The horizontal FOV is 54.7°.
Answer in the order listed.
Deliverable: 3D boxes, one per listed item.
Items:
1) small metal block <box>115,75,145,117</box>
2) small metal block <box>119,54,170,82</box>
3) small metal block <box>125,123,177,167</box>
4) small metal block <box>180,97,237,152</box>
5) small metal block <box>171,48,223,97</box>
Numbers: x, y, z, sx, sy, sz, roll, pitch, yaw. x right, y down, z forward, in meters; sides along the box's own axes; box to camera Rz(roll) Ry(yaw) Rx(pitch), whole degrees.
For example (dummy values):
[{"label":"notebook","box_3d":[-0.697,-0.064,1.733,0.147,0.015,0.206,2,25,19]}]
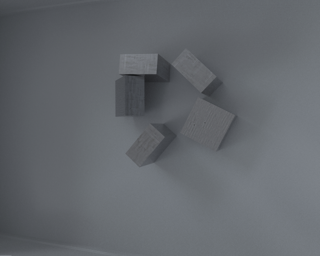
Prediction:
[{"label":"small metal block","box_3d":[-0.040,-0.040,0.408,0.025,0.050,0.050,0,90,-22]},{"label":"small metal block","box_3d":[-0.019,-0.077,0.402,0.050,0.050,0.025,4,88,19]},{"label":"small metal block","box_3d":[-0.010,0.021,0.400,0.025,0.050,0.050,43,103,14]},{"label":"small metal block","box_3d":[0.061,-0.005,0.388,0.050,0.025,0.050,29,99,17]},{"label":"small metal block","box_3d":[0.047,-0.067,0.380,0.050,0.050,0.025,46,104,14]}]
